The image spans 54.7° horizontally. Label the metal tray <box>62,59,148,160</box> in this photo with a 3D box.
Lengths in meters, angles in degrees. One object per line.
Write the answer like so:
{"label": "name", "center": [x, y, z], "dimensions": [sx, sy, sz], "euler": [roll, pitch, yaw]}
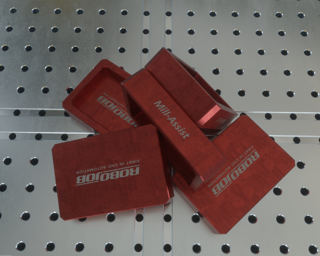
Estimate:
{"label": "metal tray", "center": [-0.051, -0.024, 0.417], "dimensions": [0.130, 0.030, 0.090], "euler": [34, 73, 11]}

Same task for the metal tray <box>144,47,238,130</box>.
{"label": "metal tray", "center": [0.043, -0.041, 0.372], "dimensions": [0.030, 0.130, 0.090], "euler": [-45, 74, 15]}

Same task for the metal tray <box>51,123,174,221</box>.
{"label": "metal tray", "center": [-0.056, 0.052, 0.364], "dimensions": [0.131, 0.030, 0.090], "euler": [-12, 81, 10]}

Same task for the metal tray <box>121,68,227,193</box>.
{"label": "metal tray", "center": [0.011, 0.006, 0.343], "dimensions": [0.030, 0.090, 0.130], "euler": [-37, 75, -12]}

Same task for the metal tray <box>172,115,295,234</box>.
{"label": "metal tray", "center": [0.090, 0.056, 0.388], "dimensions": [0.130, 0.030, 0.090], "euler": [-39, 75, -14]}
